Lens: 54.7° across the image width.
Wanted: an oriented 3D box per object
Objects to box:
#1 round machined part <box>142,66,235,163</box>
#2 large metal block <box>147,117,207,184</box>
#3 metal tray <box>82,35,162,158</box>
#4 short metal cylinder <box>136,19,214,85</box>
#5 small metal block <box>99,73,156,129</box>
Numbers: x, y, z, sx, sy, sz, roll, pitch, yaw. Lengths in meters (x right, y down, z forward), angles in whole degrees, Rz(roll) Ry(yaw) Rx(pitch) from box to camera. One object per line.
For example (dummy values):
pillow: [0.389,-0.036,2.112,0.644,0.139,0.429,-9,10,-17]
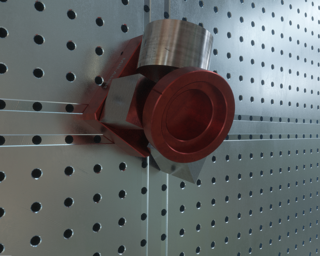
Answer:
round machined part: [0.026,-0.016,0.325,0.099,0.042,0.097,-11,115,-24]
large metal block: [0.033,0.015,0.399,0.080,0.050,0.080,-63,156,-21]
metal tray: [-0.024,-0.040,0.388,0.090,0.030,0.130,42,64,-32]
short metal cylinder: [0.017,-0.080,0.350,0.081,0.080,0.050,17,79,-39]
small metal block: [-0.033,-0.026,0.325,0.025,0.050,0.050,25,74,-38]
